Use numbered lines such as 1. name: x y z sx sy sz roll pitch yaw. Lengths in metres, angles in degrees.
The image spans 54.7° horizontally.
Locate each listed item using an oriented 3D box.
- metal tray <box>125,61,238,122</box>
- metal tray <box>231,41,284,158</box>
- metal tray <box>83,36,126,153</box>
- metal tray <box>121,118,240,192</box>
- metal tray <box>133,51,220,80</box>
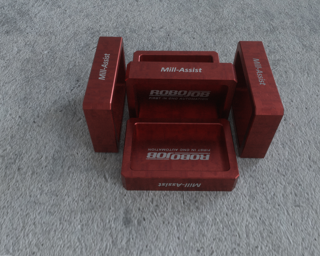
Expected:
1. metal tray: 0.025 -0.041 0.398 0.131 0.090 0.030 1 52 1
2. metal tray: 0.116 -0.038 0.395 0.030 0.090 0.130 1 50 1
3. metal tray: -0.066 -0.044 0.399 0.030 0.090 0.130 1 51 1
4. metal tray: 0.023 0.030 0.378 0.131 0.030 0.090 1 49 0
5. metal tray: 0.024 -0.076 0.465 0.131 0.030 0.090 0 53 0
